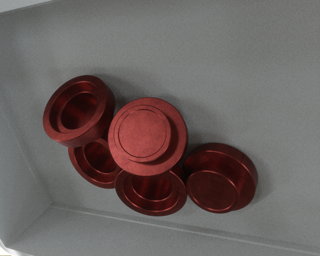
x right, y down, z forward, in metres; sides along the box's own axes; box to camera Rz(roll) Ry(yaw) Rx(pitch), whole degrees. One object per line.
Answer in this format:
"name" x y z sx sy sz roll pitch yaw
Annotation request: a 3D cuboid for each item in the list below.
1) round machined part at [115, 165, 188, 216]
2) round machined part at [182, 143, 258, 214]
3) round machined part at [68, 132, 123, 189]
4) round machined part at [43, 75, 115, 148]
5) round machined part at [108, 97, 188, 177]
"round machined part" -0.009 0.074 0.429 0.099 0.042 0.097 6 125 8
"round machined part" 0.073 0.071 0.400 0.098 0.042 0.097 13 124 20
"round machined part" -0.083 0.039 0.461 0.098 0.042 0.097 13 124 20
"round machined part" -0.102 -0.019 0.413 0.098 0.098 0.042 3 155 26
"round machined part" -0.017 0.009 0.373 0.098 0.042 0.097 -2 79 10
